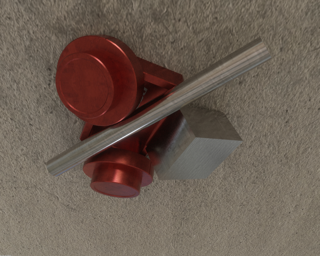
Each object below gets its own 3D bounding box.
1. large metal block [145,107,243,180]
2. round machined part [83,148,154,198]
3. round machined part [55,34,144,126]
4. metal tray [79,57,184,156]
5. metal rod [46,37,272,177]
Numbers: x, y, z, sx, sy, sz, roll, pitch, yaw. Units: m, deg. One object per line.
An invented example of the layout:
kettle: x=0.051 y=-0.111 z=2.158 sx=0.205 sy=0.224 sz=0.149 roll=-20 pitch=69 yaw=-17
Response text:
large metal block: x=0.042 y=0.021 z=0.392 sx=0.081 sy=0.050 sz=0.080 roll=6 pitch=134 yaw=-37
round machined part: x=-0.059 y=0.067 z=0.432 sx=0.099 sy=0.042 sz=0.098 roll=6 pitch=151 yaw=4
round machined part: x=-0.070 y=-0.048 z=0.330 sx=0.098 sy=0.042 sz=0.097 roll=7 pitch=111 yaw=19
metal tray: x=-0.037 y=-0.022 z=0.386 sx=0.091 sy=0.030 sz=0.129 roll=19 pitch=128 yaw=-16
metal rod: x=-0.019 y=-0.013 z=0.359 sx=0.300 sy=0.025 sz=0.025 roll=-28 pitch=125 yaw=22
